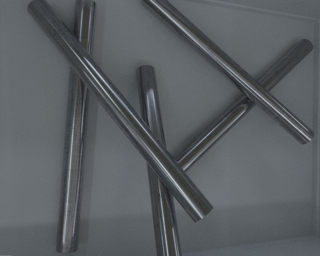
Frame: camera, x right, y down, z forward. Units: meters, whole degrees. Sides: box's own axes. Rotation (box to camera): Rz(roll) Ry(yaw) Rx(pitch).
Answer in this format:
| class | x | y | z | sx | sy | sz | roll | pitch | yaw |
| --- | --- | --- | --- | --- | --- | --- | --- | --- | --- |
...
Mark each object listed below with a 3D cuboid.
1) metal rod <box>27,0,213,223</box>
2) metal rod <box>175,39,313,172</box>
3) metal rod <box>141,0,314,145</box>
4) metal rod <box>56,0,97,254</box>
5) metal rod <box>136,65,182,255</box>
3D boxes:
| class | x | y | z | sx | sy | sz | roll | pitch | yaw |
| --- | --- | --- | --- | --- | --- | --- | --- | --- | --- |
| metal rod | -0.049 | -0.026 | 0.338 | 0.025 | 0.025 | 0.300 | -37 | 82 | -17 |
| metal rod | 0.127 | -0.037 | 0.458 | 0.301 | 0.025 | 0.025 | -42 | 104 | -16 |
| metal rod | 0.099 | -0.079 | 0.428 | 0.300 | 0.025 | 0.025 | 39 | 77 | -9 |
| metal rod | -0.101 | -0.004 | 0.373 | 0.025 | 0.025 | 0.298 | 5 | 89 | -20 |
| metal rod | 0.000 | 0.060 | 0.345 | 0.025 | 0.025 | 0.299 | 2 | 64 | -20 |
